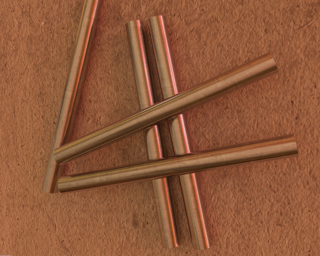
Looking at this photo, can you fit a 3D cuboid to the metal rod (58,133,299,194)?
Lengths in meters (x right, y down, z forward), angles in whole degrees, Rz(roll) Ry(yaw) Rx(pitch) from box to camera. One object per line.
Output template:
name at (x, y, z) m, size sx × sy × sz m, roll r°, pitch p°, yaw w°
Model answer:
metal rod at (0.006, 0.048, 0.379) m, size 0.301 × 0.025 × 0.025 m, roll -12°, pitch 86°, yaw 19°

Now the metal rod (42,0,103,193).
metal rod at (-0.129, -0.050, 0.454) m, size 0.025 × 0.025 × 0.298 m, roll 16°, pitch 95°, yaw 19°

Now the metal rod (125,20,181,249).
metal rod at (-0.010, 0.005, 0.412) m, size 0.025 × 0.025 × 0.298 m, roll -11°, pitch 86°, yaw 19°

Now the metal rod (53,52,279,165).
metal rod at (-0.007, -0.016, 0.383) m, size 0.300 × 0.025 × 0.025 m, roll -23°, pitch 83°, yaw 18°

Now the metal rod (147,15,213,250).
metal rod at (0.025, 0.003, 0.400) m, size 0.025 × 0.025 × 0.298 m, roll -13°, pitch 86°, yaw 19°
